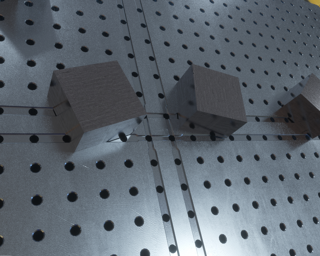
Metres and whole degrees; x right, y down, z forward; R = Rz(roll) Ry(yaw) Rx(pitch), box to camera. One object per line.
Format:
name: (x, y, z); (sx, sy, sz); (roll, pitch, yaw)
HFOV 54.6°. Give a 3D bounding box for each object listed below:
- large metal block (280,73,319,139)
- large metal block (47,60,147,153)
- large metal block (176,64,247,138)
large metal block: (0.278, -0.041, 0.566); (0.080, 0.050, 0.080); (43, 51, 1)
large metal block: (-0.075, -0.028, 0.368); (0.081, 0.050, 0.080); (-19, 72, -35)
large metal block: (0.073, -0.038, 0.454); (0.081, 0.050, 0.080); (12, 57, -22)
